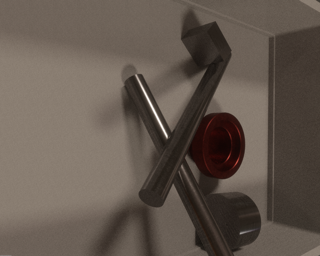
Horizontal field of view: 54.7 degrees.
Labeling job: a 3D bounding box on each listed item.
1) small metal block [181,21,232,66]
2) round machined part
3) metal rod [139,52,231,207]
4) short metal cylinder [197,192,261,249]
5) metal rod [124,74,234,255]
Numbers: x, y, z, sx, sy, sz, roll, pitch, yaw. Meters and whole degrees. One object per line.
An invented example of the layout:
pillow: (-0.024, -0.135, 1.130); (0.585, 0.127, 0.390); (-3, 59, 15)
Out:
small metal block: (0.067, -0.120, 0.449); (0.050, 0.050, 0.025); (52, 60, -28)
round machined part: (0.082, 0.026, 0.467); (0.099, 0.042, 0.097); (0, 90, -40)
metal rod: (0.047, -0.026, 0.390); (0.025, 0.025, 0.301); (58, 39, -24)
short metal cylinder: (0.100, 0.136, 0.458); (0.050, 0.080, 0.080); (6, 86, -40)
metal rod: (0.033, 0.071, 0.352); (0.025, 0.025, 0.299); (-16, 74, -39)
